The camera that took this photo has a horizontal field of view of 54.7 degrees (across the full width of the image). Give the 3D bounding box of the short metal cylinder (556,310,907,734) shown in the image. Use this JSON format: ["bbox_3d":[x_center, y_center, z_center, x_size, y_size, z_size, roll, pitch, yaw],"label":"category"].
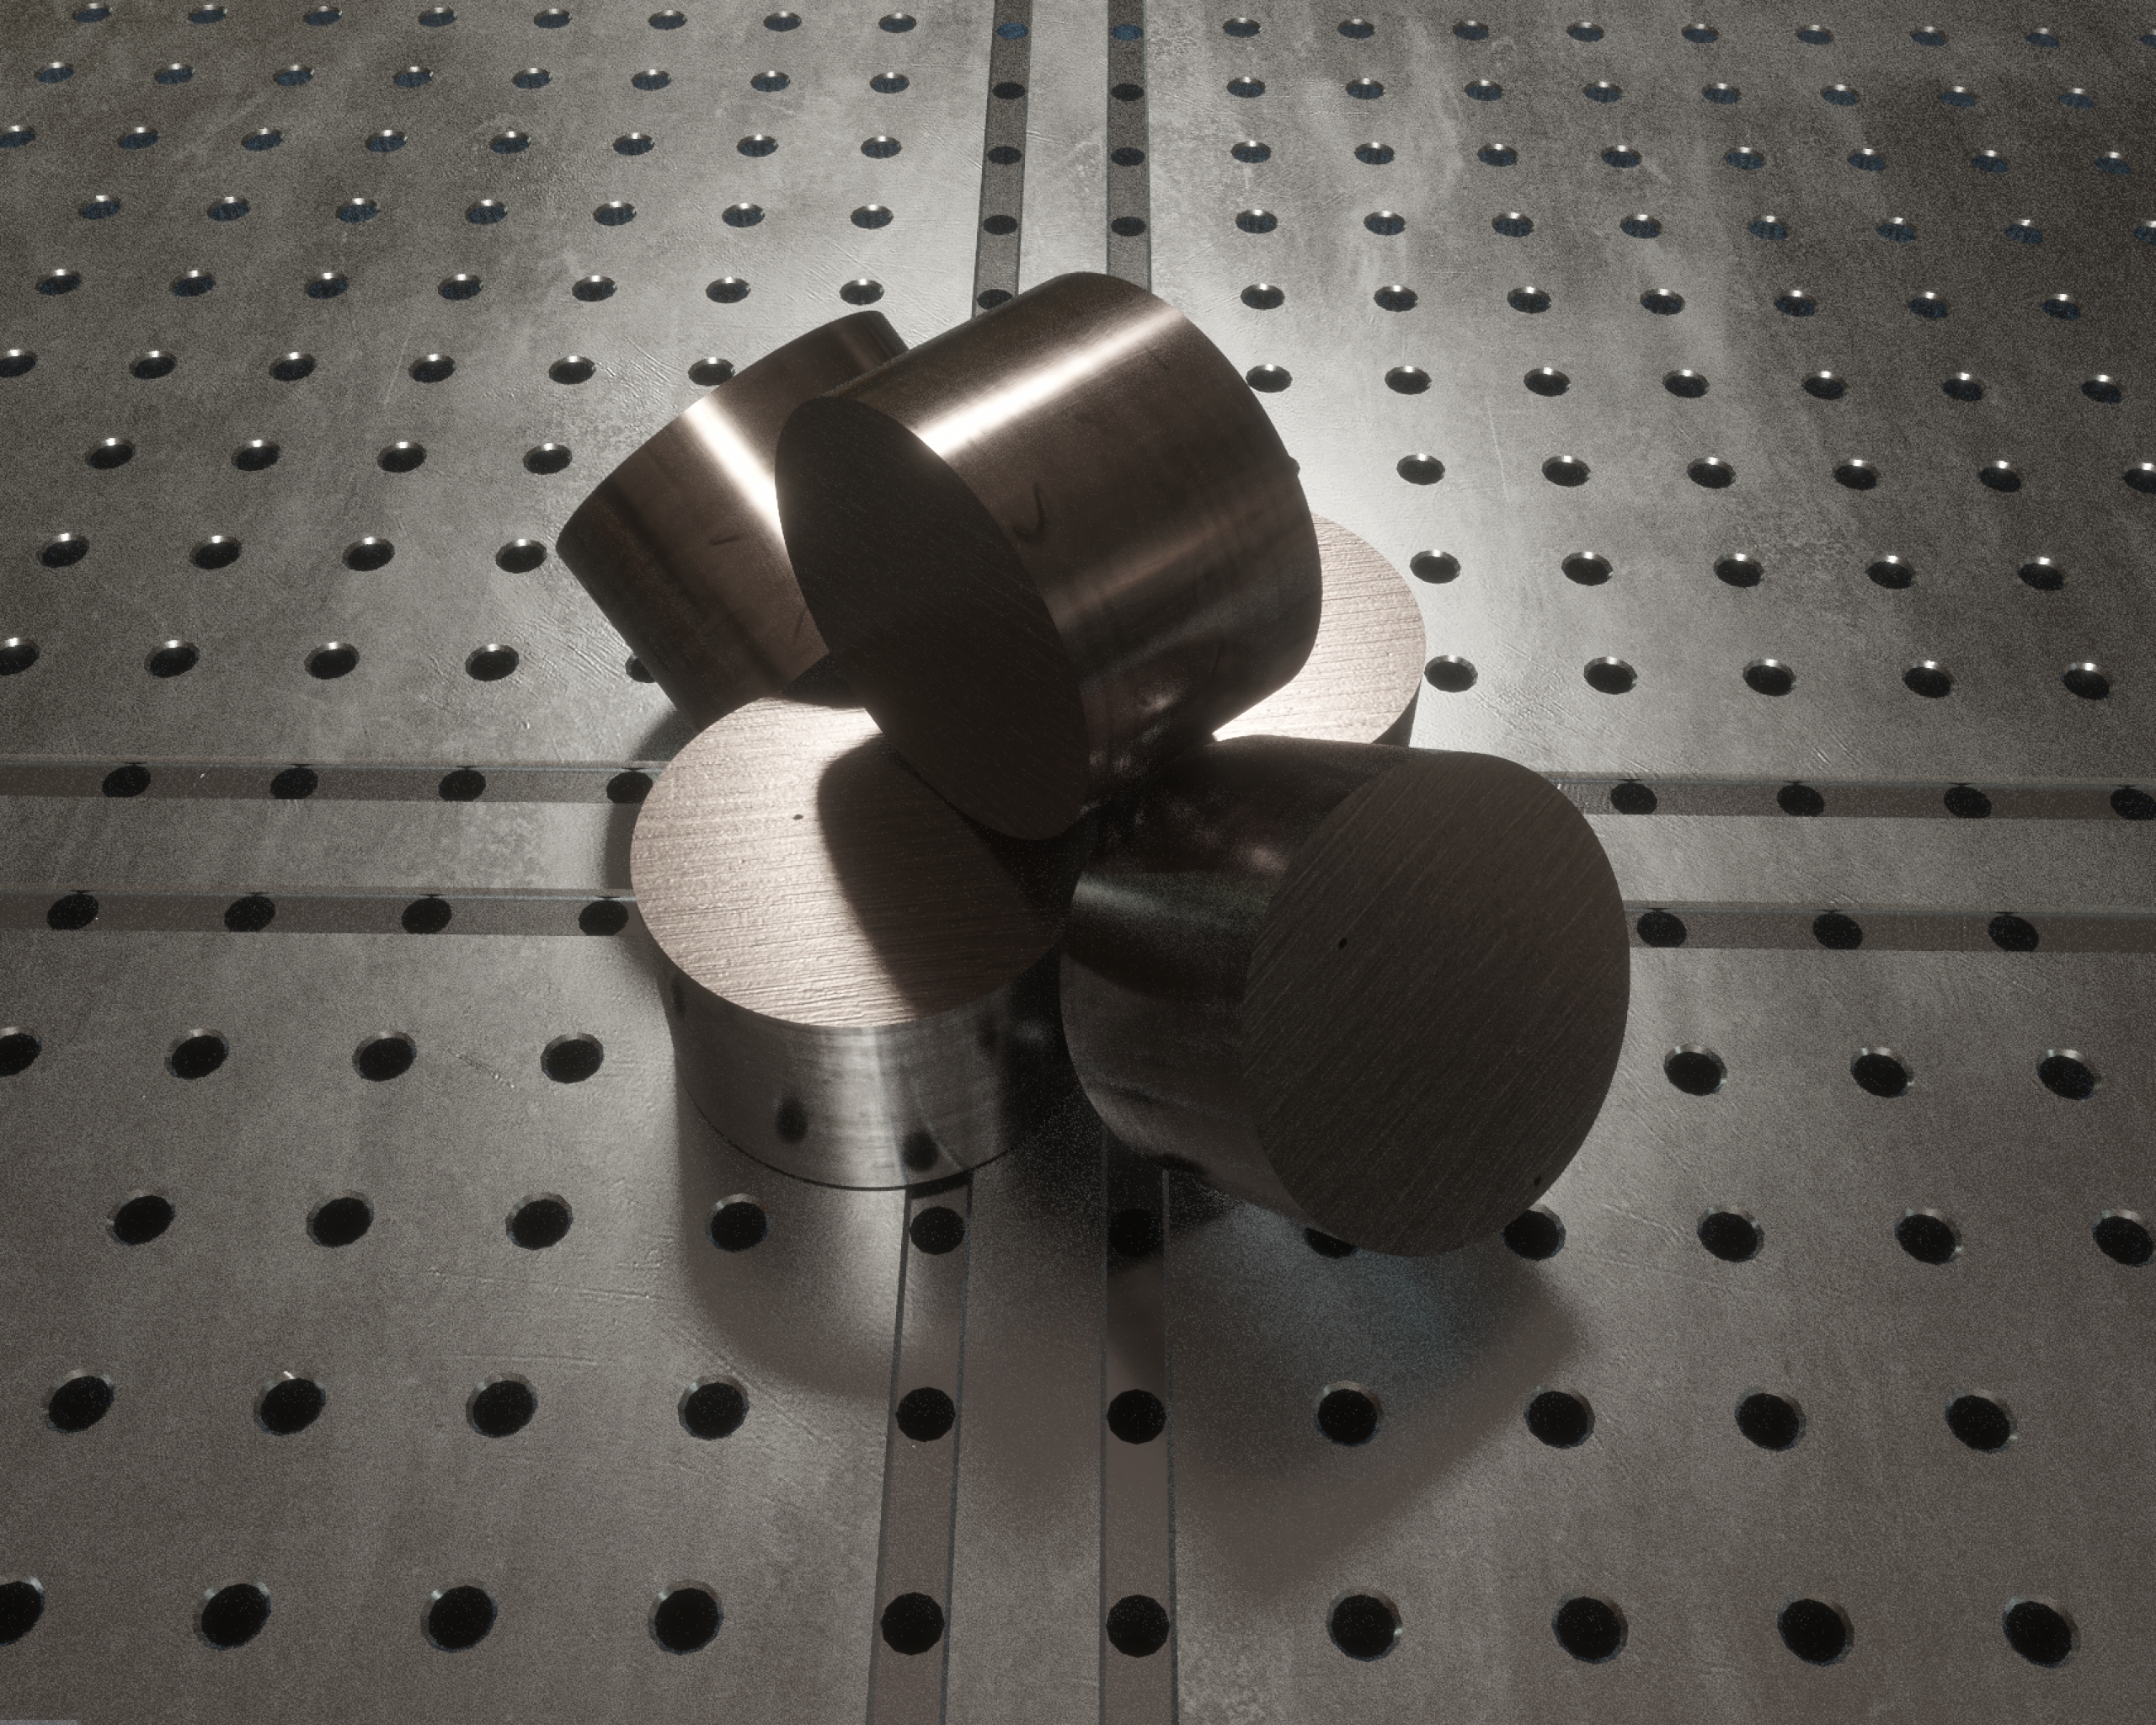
[{"bbox_3d":[-0.055,-0.065,0.417,0.080,0.080,0.050,-39,94,-28],"label":"short metal cylinder"}]

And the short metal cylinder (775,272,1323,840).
[{"bbox_3d":[-0.006,-0.051,0.348,0.050,0.080,0.080,-34,58,-25],"label":"short metal cylinder"}]

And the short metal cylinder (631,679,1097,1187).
[{"bbox_3d":[-0.037,0.012,0.380,0.081,0.050,0.080,0,50,0],"label":"short metal cylinder"}]

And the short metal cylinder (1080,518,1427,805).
[{"bbox_3d":[0.026,-0.028,0.415,0.081,0.050,0.080,0,50,0],"label":"short metal cylinder"}]

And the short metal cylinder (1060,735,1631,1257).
[{"bbox_3d":[0.044,0.020,0.346,0.080,0.080,0.050,-33,22,-25],"label":"short metal cylinder"}]
